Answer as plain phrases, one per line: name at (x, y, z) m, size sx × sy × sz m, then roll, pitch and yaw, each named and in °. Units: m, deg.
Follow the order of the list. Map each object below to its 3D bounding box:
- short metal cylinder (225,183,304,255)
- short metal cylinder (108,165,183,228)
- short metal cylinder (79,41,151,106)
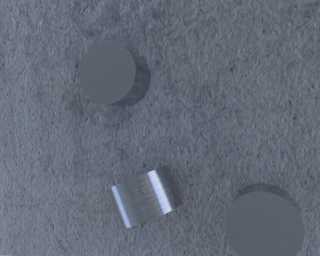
short metal cylinder at (0.119, 0.107, 0.354) m, size 0.080 × 0.050 × 0.079 m, roll 0°, pitch 90°, yaw 19°
short metal cylinder at (-0.018, 0.084, 0.385) m, size 0.080 × 0.080 × 0.050 m, roll -24°, pitch 82°, yaw 18°
short metal cylinder at (-0.059, -0.070, 0.415) m, size 0.080 × 0.050 × 0.079 m, roll 0°, pitch 90°, yaw 19°
